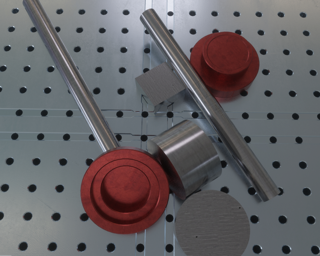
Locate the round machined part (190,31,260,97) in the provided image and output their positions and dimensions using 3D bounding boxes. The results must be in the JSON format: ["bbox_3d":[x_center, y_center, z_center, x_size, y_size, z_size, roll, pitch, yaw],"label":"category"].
[{"bbox_3d":[0.092,-0.096,0.438,0.099,0.042,0.098,0,70,0],"label":"round machined part"}]

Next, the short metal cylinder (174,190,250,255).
[{"bbox_3d":[0.057,0.115,0.357,0.081,0.050,0.080,0,70,0],"label":"short metal cylinder"}]

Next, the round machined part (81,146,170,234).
[{"bbox_3d":[-0.040,0.070,0.364,0.099,0.042,0.097,0,95,-4],"label":"round machined part"}]

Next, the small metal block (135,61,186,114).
[{"bbox_3d":[0.000,-0.057,0.432,0.050,0.025,0.050,-31,73,-11],"label":"small metal block"}]

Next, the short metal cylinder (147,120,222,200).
[{"bbox_3d":[0.027,0.037,0.367,0.050,0.080,0.080,-30,73,-16],"label":"short metal cylinder"}]

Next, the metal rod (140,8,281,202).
[{"bbox_3d":[0.060,-0.039,0.413,0.025,0.025,0.299,-30,77,-10],"label":"metal rod"}]

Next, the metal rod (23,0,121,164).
[{"bbox_3d":[-0.125,-0.074,0.437,0.025,0.025,0.299,-29,73,-10],"label":"metal rod"}]
